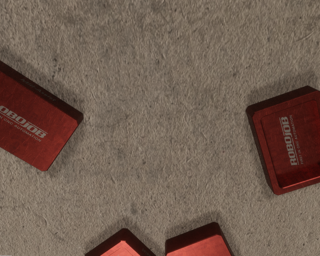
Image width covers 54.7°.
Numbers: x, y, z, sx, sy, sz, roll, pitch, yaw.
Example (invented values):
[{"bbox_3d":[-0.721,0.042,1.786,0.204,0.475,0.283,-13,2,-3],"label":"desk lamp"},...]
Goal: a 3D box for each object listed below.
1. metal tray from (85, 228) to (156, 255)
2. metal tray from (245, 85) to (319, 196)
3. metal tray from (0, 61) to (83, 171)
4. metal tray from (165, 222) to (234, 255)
[{"bbox_3d":[-0.047,0.230,0.491,0.090,0.030,0.130,-38,106,12],"label":"metal tray"},{"bbox_3d":[0.178,0.019,0.416,0.090,0.030,0.129,-20,109,6],"label":"metal tray"},{"bbox_3d":[-0.179,-0.014,0.400,0.130,0.030,0.090,34,106,-12],"label":"metal tray"},{"bbox_3d":[0.075,0.220,0.489,0.090,0.030,0.129,-24,109,8],"label":"metal tray"}]
